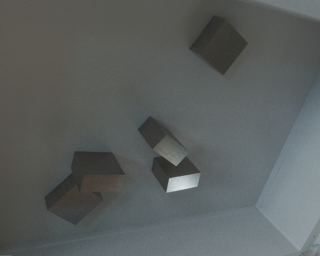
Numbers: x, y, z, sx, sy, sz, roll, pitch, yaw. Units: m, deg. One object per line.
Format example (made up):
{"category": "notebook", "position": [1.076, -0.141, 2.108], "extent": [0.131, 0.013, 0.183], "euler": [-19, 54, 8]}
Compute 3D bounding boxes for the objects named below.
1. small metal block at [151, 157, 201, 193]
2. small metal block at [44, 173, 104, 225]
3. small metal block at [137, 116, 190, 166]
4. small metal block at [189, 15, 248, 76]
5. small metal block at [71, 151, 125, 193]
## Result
{"category": "small metal block", "position": [0.022, 0.063, 0.446], "extent": [0.050, 0.050, 0.025], "euler": [-5, 121, -26]}
{"category": "small metal block", "position": [-0.112, 0.093, 0.406], "extent": [0.050, 0.025, 0.050], "euler": [-42, 130, 0]}
{"category": "small metal block", "position": [0.004, 0.017, 0.407], "extent": [0.025, 0.050, 0.050], "euler": [-47, 130, 5]}
{"category": "small metal block", "position": [0.074, -0.102, 0.387], "extent": [0.050, 0.025, 0.050], "euler": [30, 102, -38]}
{"category": "small metal block", "position": [-0.078, 0.054, 0.384], "extent": [0.050, 0.050, 0.025], "euler": [5, 116, -31]}
